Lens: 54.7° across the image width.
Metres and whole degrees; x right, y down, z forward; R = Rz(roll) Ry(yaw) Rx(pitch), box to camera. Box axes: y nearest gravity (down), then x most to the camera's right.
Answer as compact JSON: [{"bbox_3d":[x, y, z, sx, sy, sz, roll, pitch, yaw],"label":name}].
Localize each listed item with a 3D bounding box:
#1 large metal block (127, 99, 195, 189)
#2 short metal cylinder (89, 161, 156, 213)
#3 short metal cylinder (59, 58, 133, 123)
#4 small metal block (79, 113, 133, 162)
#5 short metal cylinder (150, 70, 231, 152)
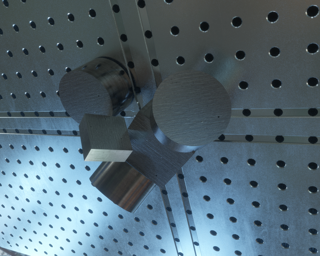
[{"bbox_3d":[-0.001,0.018,0.399,0.080,0.050,0.080,38,129,2],"label":"large metal block"},{"bbox_3d":[-0.051,0.074,0.436,0.080,0.080,0.050,37,84,5],"label":"short metal cylinder"},{"bbox_3d":[-0.083,-0.046,0.406,0.080,0.050,0.079,13,124,21],"label":"short metal cylinder"},{"bbox_3d":[-0.065,0.012,0.368,0.025,0.050,0.050,-53,44,41],"label":"small metal block"},{"bbox_3d":[0.030,-0.016,0.336,0.080,0.080,0.050,37,167,3],"label":"short metal cylinder"}]
